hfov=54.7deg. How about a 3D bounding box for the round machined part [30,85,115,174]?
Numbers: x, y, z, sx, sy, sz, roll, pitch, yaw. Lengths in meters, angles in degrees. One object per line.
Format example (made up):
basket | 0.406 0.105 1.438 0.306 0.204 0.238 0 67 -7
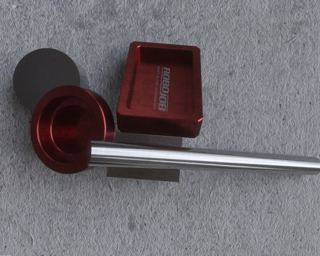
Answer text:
round machined part | -0.095 0.002 0.357 0.098 0.042 0.097 0 89 19

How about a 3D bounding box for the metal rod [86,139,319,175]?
metal rod | 0.070 0.037 0.353 0.302 0.025 0.025 6 90 -25

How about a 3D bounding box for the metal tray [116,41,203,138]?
metal tray | 0.003 -0.051 0.371 0.091 0.030 0.130 5 50 0

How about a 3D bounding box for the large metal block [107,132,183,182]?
large metal block | -0.017 0.032 0.383 0.081 0.080 0.050 5 90 -1

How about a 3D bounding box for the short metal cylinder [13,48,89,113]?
short metal cylinder | -0.136 -0.056 0.397 0.081 0.050 0.079 0 90 -1
